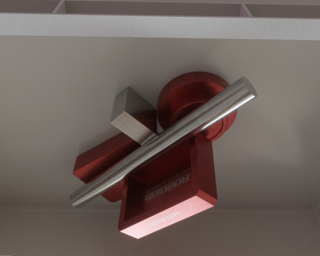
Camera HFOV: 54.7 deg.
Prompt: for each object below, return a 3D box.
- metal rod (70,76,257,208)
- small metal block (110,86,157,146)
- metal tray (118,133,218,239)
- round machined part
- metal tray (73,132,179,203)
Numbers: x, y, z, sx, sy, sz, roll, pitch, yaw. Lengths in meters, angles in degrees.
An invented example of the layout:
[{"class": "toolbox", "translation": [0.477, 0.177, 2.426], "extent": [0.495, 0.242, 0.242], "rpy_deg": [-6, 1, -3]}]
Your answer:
[{"class": "metal rod", "translation": [-0.017, 0.033, 0.383], "extent": [0.299, 0.025, 0.025], "rpy_deg": [-35, 123, 30]}, {"class": "small metal block", "translation": [-0.030, -0.015, 0.378], "extent": [0.025, 0.050, 0.050], "rpy_deg": [-37, 121, 27]}, {"class": "metal tray", "translation": [0.006, 0.069, 0.374], "extent": [0.030, 0.090, 0.130], "rpy_deg": [34, 128, -29]}, {"class": "round machined part", "translation": [0.046, -0.017, 0.382], "extent": [0.099, 0.042, 0.097], "rpy_deg": [-1, 130, 0]}, {"class": "metal tray", "translation": [-0.047, 0.053, 0.449], "extent": [0.130, 0.030, 0.090], "rpy_deg": [-28, 125, 21]}]
